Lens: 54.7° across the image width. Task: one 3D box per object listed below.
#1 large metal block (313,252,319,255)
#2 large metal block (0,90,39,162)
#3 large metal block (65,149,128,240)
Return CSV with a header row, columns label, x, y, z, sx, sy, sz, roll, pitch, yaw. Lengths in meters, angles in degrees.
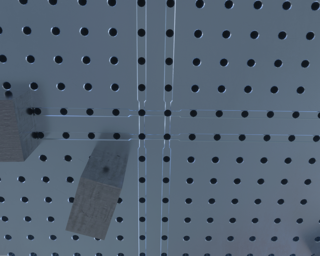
label,x,y,z,sx,sy,sz,roll,pitch,yaw
large metal block,0.306,0.229,0.489,0.080,0.050,0.080,-30,108,10
large metal block,-0.211,-0.003,0.396,0.081,0.050,0.079,-1,110,0
large metal block,-0.082,0.086,0.415,0.050,0.080,0.079,17,109,-7
